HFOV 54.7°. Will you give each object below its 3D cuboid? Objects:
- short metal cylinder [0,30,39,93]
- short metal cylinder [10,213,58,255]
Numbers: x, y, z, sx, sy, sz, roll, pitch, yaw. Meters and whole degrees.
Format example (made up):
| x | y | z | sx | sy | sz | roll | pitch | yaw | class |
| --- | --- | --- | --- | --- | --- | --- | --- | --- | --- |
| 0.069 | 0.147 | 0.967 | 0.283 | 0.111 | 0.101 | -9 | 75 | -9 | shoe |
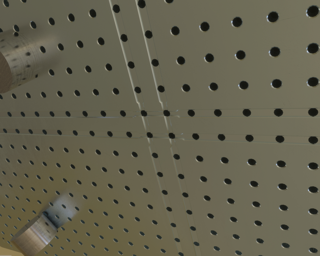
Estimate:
| x | y | z | sx | sy | sz | roll | pitch | yaw | class |
| --- | --- | --- | --- | --- | --- | --- | --- | --- | --- |
| -0.229 | -0.097 | 0.456 | 0.080 | 0.050 | 0.079 | 13 | 124 | 21 | short metal cylinder |
| -0.265 | 0.227 | 0.656 | 0.080 | 0.080 | 0.050 | -31 | 101 | 38 | short metal cylinder |
